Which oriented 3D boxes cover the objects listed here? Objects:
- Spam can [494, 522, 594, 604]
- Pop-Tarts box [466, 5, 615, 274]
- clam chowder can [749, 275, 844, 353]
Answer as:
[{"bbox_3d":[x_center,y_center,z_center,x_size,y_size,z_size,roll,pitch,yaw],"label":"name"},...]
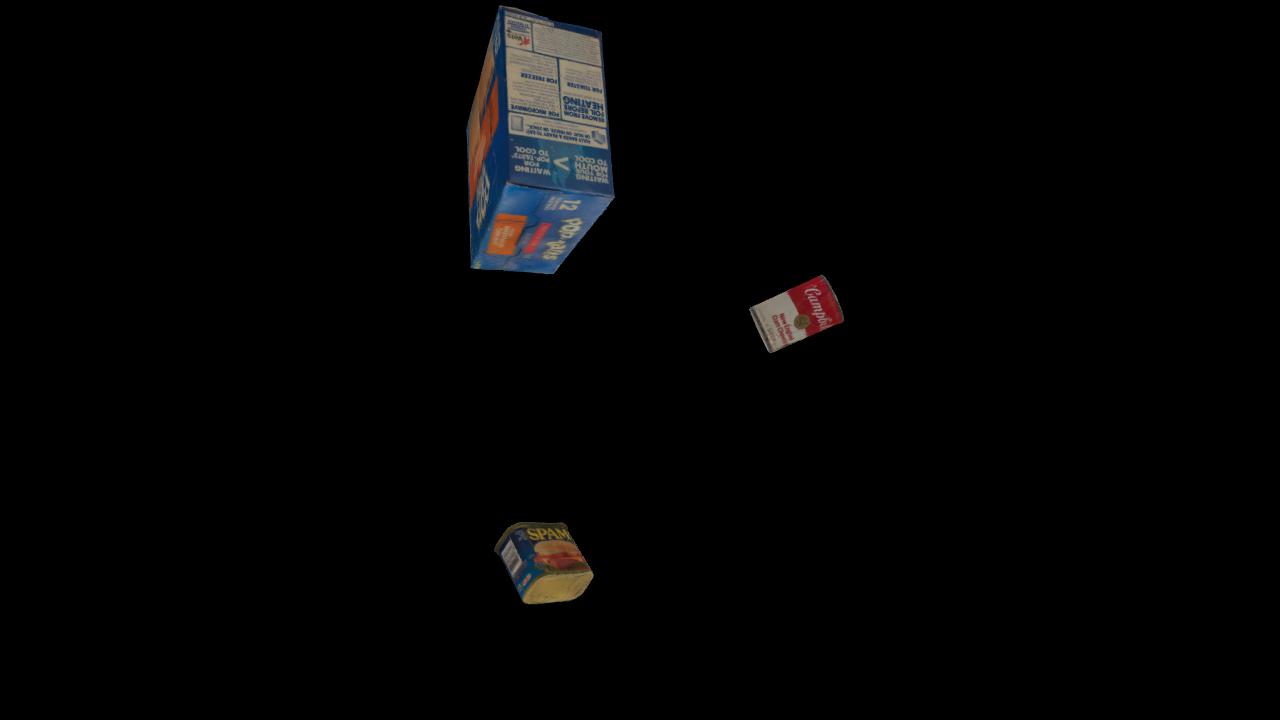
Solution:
[{"bbox_3d":[-0.120,0.257,0.780,0.101,0.058,0.085,16,23,-45],"label":"Spam can"},{"bbox_3d":[-0.091,-0.166,0.510,0.083,0.141,0.167,0,-12,-23],"label":"Pop-Tarts box"},{"bbox_3d":[0.201,-0.059,0.797,0.102,0.068,0.068,-24,-4,9],"label":"clam chowder can"}]
